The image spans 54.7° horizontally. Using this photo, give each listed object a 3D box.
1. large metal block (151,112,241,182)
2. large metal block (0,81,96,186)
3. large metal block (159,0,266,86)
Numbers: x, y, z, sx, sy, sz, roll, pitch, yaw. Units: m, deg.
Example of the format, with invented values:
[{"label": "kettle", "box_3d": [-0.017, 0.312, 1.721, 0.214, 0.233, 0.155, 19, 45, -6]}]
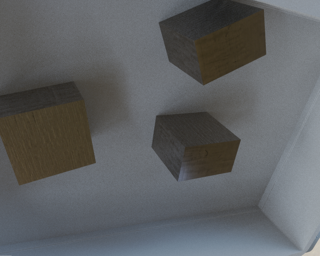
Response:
[{"label": "large metal block", "box_3d": [0.044, 0.021, 0.410, 0.081, 0.080, 0.050, -6, 121, -26]}, {"label": "large metal block", "box_3d": [-0.120, 0.004, 0.329, 0.081, 0.050, 0.079, -15, 125, -20]}, {"label": "large metal block", "box_3d": [0.057, -0.099, 0.342, 0.080, 0.080, 0.050, -27, 128, -12]}]
